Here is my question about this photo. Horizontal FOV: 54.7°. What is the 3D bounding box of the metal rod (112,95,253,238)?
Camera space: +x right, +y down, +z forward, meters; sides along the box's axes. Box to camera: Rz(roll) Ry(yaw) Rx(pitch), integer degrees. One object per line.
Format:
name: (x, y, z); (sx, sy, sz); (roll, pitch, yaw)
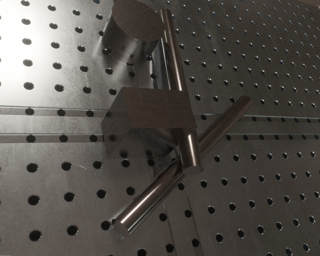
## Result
metal rod: (0.050, 0.031, 0.417); (0.025, 0.025, 0.302); (48, 51, 4)

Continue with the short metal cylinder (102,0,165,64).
short metal cylinder: (-0.040, -0.142, 0.459); (0.081, 0.050, 0.080); (14, 56, -21)

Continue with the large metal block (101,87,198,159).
large metal block: (-0.016, -0.003, 0.368); (0.081, 0.080, 0.050); (0, 62, -29)

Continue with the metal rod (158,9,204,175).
metal rod: (0.024, -0.072, 0.449); (0.025, 0.025, 0.299); (10, 52, -23)
